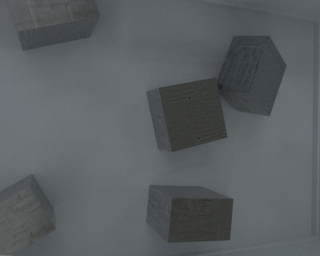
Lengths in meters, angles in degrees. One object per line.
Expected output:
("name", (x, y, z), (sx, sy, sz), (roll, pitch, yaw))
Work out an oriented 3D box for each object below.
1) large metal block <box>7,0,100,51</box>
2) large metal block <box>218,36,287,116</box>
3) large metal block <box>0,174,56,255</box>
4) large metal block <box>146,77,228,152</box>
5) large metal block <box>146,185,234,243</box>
("large metal block", (-0.118, -0.126, 0.338), (0.081, 0.080, 0.050), (-18, 97, -19))
("large metal block", (0.127, -0.071, 0.428), (0.080, 0.050, 0.080), (30, 78, -49))
("large metal block", (-0.160, 0.096, 0.323), (0.080, 0.080, 0.050), (-31, 101, -18))
("large metal block", (0.035, -0.018, 0.411), (0.081, 0.050, 0.080), (-13, 95, -20))
("large metal block", (0.035, 0.106, 0.396), (0.081, 0.080, 0.050), (6, 88, -20))
